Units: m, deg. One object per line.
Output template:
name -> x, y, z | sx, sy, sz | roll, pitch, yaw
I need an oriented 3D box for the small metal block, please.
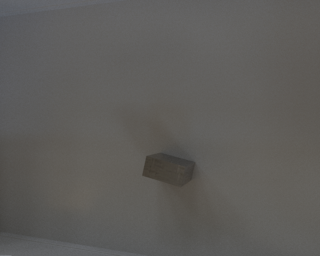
small metal block -> 0.012, 0.051, 0.392 | 0.050, 0.050, 0.025 | 14, 95, 19
